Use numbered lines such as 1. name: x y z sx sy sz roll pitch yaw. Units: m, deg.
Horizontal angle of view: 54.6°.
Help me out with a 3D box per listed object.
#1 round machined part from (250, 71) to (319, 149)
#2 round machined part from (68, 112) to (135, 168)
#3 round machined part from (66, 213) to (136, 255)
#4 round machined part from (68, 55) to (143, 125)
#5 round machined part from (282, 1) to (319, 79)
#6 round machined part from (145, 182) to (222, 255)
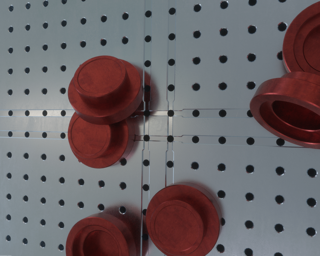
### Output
1. round machined part: 0.150 -0.022 0.326 0.098 0.098 0.042 28 74 18
2. round machined part: -0.089 0.008 0.435 0.098 0.042 0.097 0 90 19
3. round machined part: -0.077 0.167 0.432 0.098 0.042 0.097 0 90 20
4. round machined part: -0.073 -0.056 0.406 0.098 0.042 0.098 -3 59 6
5. round machined part: 0.186 -0.085 0.338 0.098 0.042 0.097 0 90 20
6. round machined part: 0.027 0.121 0.394 0.098 0.042 0.097 0 90 20
